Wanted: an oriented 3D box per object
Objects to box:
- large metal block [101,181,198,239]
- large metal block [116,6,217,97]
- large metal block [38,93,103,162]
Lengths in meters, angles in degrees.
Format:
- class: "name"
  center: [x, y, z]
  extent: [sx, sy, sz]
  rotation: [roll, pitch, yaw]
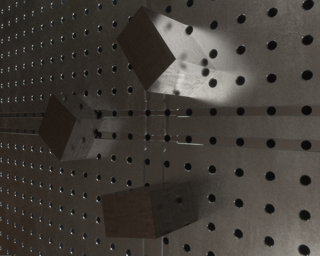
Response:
- class: "large metal block"
  center: [-0.013, 0.099, 0.382]
  extent: [0.080, 0.081, 0.050]
  rotation: [-14, 81, 39]
- class: "large metal block"
  center: [0.008, -0.086, 0.365]
  extent: [0.050, 0.081, 0.080]
  rotation: [-43, 64, 31]
- class: "large metal block"
  center: [-0.150, -0.002, 0.514]
  extent: [0.080, 0.050, 0.079]
  rotation: [40, 114, 32]
